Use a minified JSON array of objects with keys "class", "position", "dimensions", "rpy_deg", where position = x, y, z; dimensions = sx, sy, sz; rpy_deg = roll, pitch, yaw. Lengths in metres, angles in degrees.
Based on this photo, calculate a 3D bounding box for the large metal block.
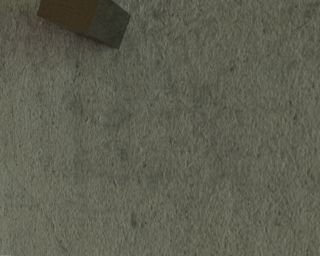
[{"class":"large metal block","position":[-0.098,-0.150,0.413],"dimensions":[0.080,0.080,0.050],"rpy_deg":[23,98,18]}]
